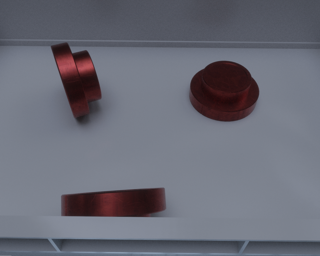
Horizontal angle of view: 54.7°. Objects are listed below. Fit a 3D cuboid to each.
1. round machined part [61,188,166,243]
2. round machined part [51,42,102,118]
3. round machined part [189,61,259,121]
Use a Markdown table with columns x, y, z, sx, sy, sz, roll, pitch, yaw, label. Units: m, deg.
| x | y | z | sx | sy | sz | roll | pitch | yaw | label |
| --- | --- | --- | --- | --- | --- | --- | --- | --- | --- |
| -0.043 | 0.082 | 0.297 | 0.099 | 0.098 | 0.042 | -3 | 80 | -3 | round machined part |
| -0.108 | -0.065 | 0.412 | 0.042 | 0.097 | 0.098 | -18 | 53 | -15 | round machined part |
| 0.093 | -0.059 | 0.444 | 0.099 | 0.042 | 0.098 | 0 | 50 | 0 | round machined part |
